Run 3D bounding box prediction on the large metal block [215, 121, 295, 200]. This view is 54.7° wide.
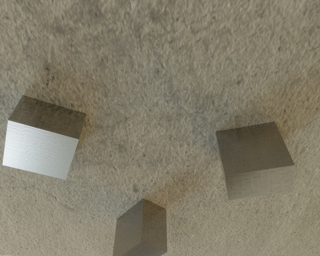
[{"bbox_3d":[0.122,0.042,0.409,0.080,0.080,0.050,-10,130,8],"label":"large metal block"}]

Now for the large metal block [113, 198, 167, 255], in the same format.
[{"bbox_3d":[-0.034,0.180,0.524,0.050,0.080,0.080,31,123,-24],"label":"large metal block"}]

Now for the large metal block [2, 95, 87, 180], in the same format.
[{"bbox_3d":[-0.149,0.014,0.401,0.081,0.050,0.079,17,128,-15],"label":"large metal block"}]
